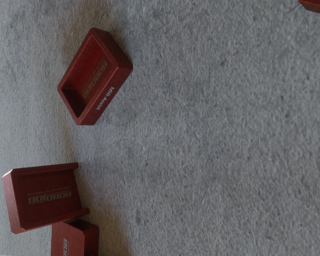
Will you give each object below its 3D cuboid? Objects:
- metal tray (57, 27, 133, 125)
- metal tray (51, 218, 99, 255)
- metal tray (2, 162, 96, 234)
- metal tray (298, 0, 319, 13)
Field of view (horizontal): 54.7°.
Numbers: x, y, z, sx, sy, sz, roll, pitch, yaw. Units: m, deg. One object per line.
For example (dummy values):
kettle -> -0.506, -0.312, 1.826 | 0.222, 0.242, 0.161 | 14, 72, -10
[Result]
metal tray -> -0.106, -0.077, 0.486 | 0.129, 0.030, 0.090 | -50, 61, 28
metal tray -> -0.145, 0.220, 0.518 | 0.090, 0.030, 0.129 | 6, 94, 39
metal tray -> -0.172, 0.106, 0.493 | 0.030, 0.131, 0.090 | -27, 73, 35
metal tray -> 0.184, -0.154, 0.249 | 0.090, 0.030, 0.129 | 34, 111, 34
